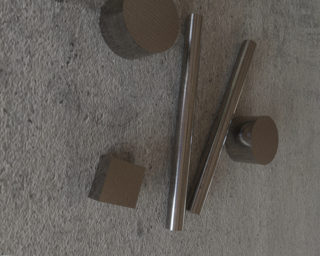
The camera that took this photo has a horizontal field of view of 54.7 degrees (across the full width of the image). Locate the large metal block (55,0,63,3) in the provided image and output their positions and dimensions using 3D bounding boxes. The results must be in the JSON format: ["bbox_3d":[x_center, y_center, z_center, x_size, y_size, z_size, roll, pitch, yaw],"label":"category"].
[{"bbox_3d":[-0.097,-0.176,0.287,0.050,0.080,0.080,8,85,-40],"label":"large metal block"}]

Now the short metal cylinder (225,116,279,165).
[{"bbox_3d":[0.154,0.020,0.517,0.081,0.050,0.080,0,90,-40],"label":"short metal cylinder"}]

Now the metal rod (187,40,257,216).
[{"bbox_3d":[0.100,-0.012,0.488,0.025,0.025,0.300,35,69,-35],"label":"metal rod"}]

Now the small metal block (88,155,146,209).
[{"bbox_3d":[-0.049,0.063,0.363,0.050,0.025,0.050,24,75,-38],"label":"small metal block"}]

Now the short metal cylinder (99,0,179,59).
[{"bbox_3d":[-0.024,-0.125,0.368,0.081,0.050,0.080,0,90,-40],"label":"short metal cylinder"}]

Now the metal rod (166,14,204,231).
[{"bbox_3d":[0.035,-0.011,0.433,0.025,0.025,0.298,10,84,-40],"label":"metal rod"}]
